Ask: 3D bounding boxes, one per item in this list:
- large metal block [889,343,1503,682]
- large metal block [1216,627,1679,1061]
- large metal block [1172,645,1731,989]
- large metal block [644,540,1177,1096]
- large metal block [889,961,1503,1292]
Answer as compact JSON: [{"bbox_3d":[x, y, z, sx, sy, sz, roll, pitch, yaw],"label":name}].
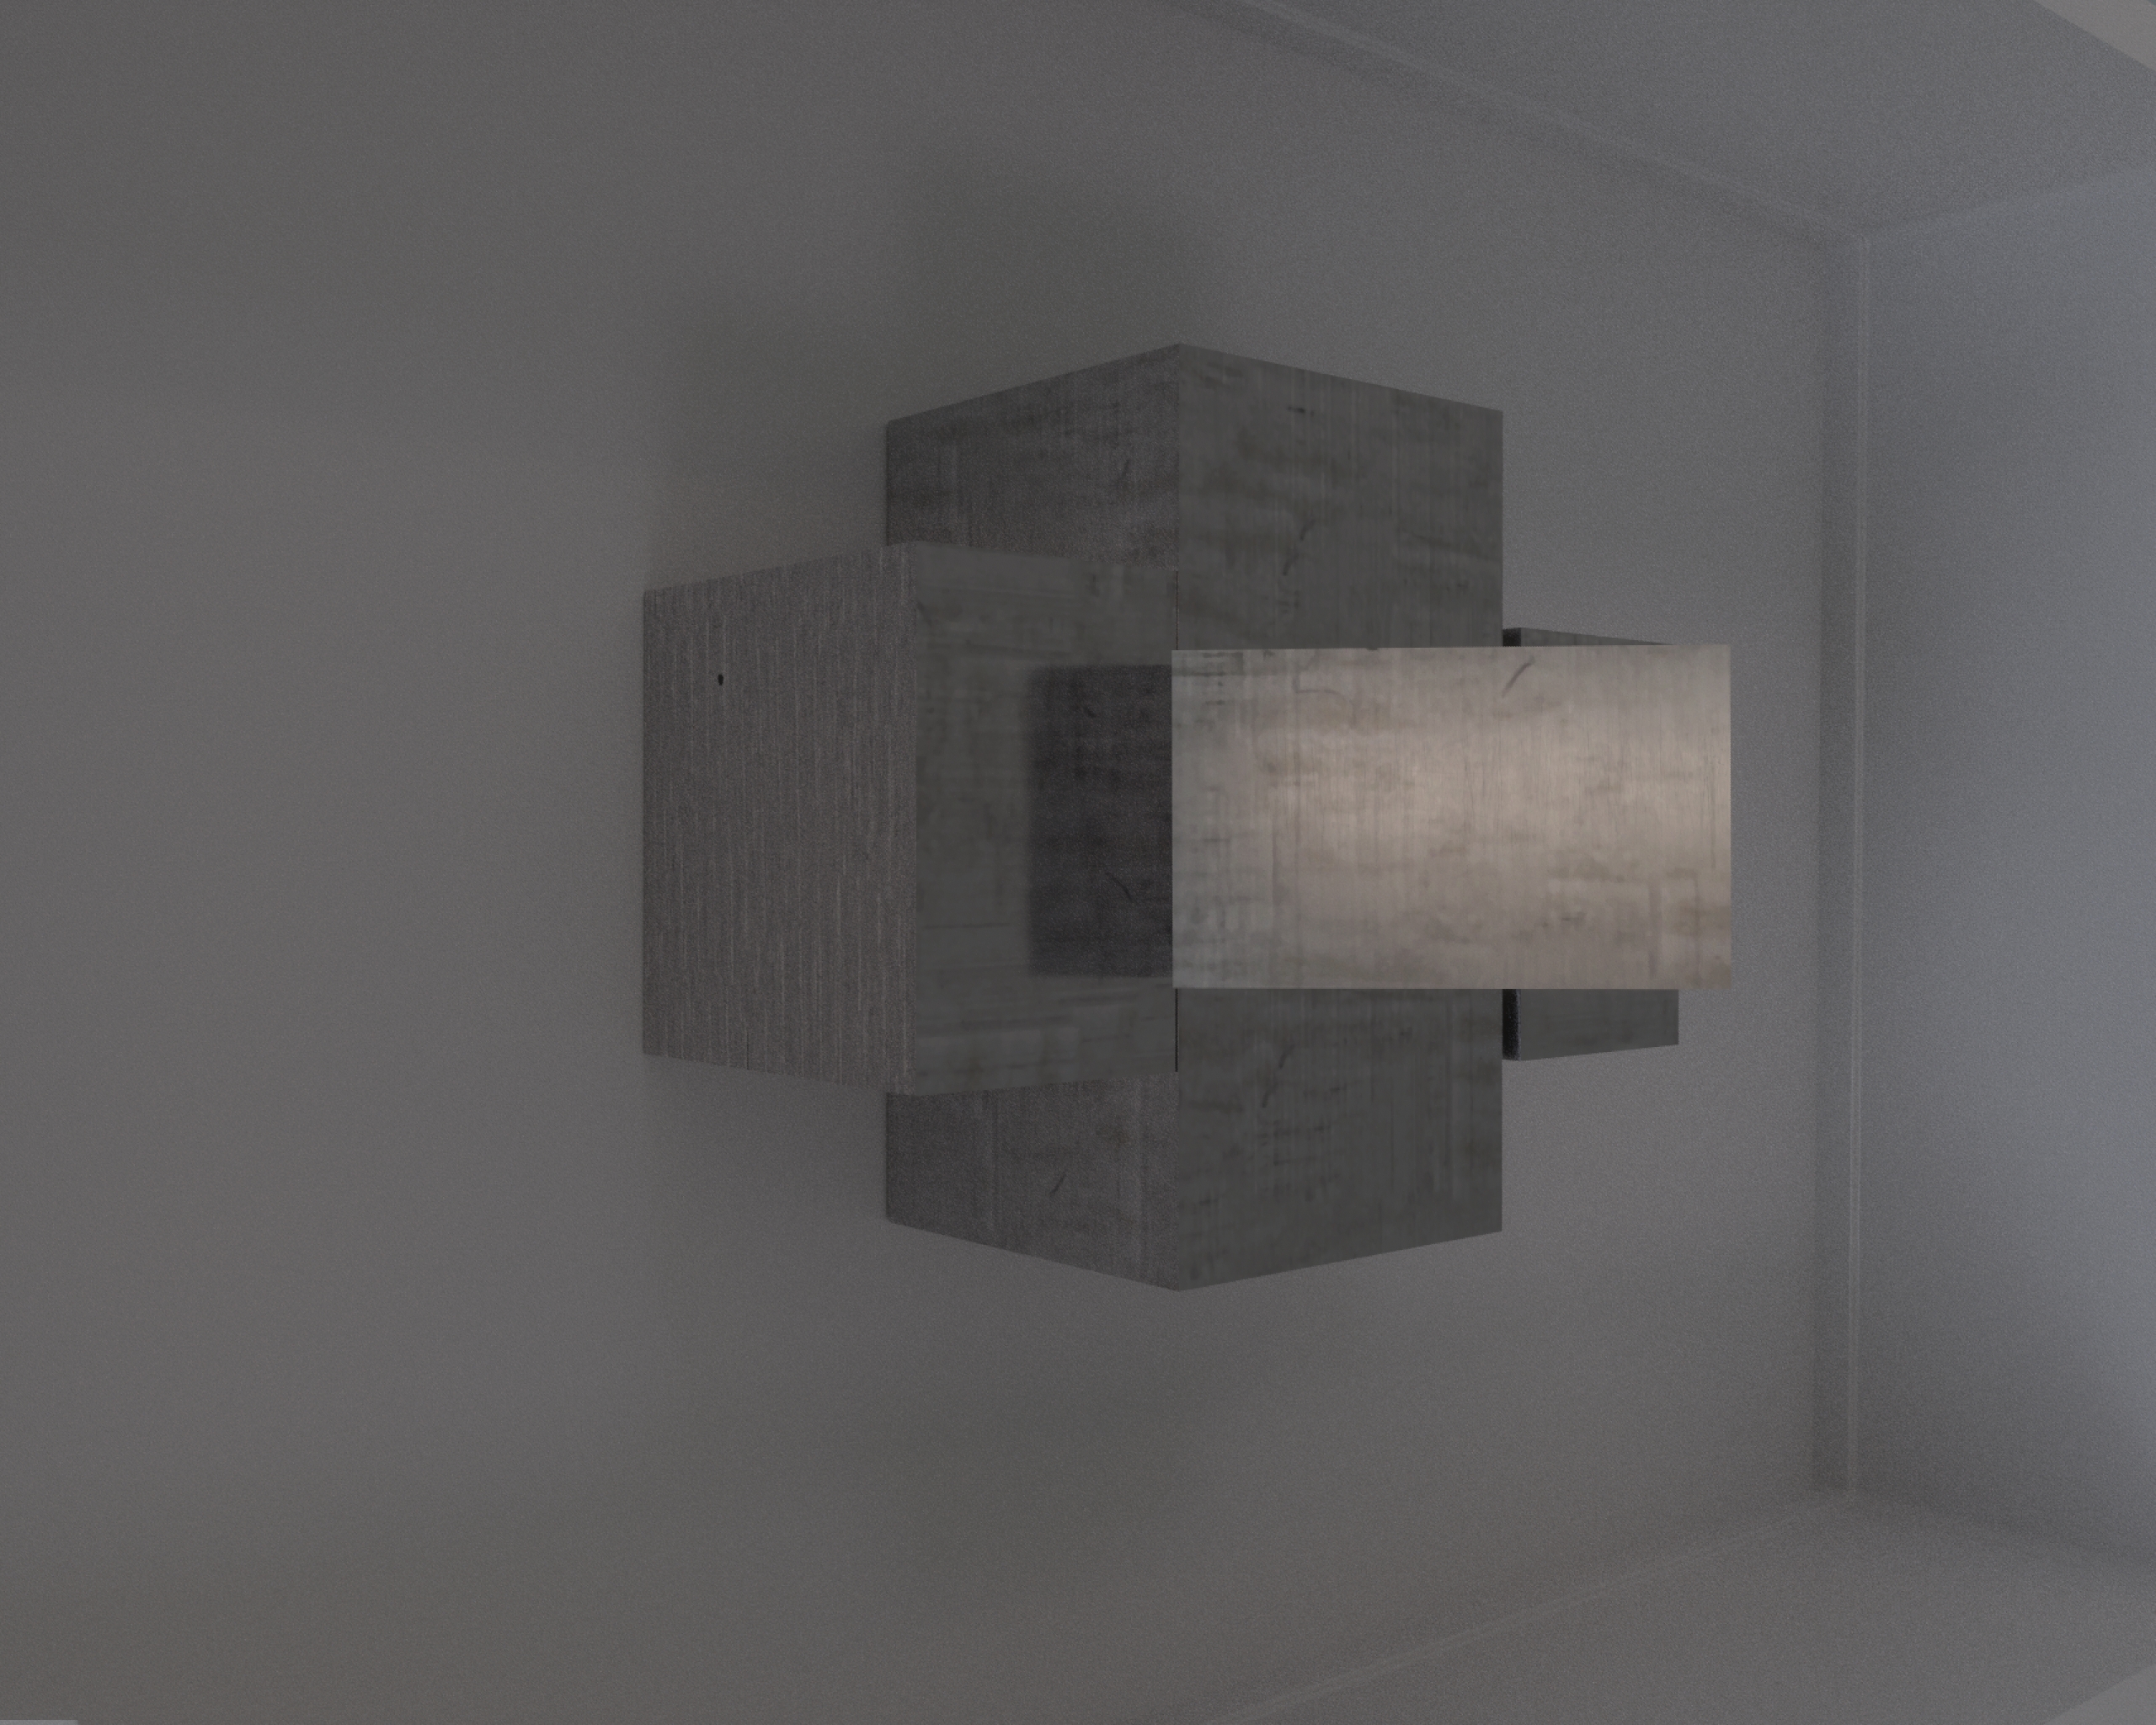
[{"bbox_3d":[0.021,-0.058,0.387,0.081,0.080,0.050,0,91,-40],"label":"large metal block"},{"bbox_3d":[0.074,-0.004,0.429,0.050,0.080,0.080,0,90,-41],"label":"large metal block"},{"bbox_3d":[0.058,-0.007,0.344,0.080,0.080,0.050,-4,94,-85],"label":"large metal block"},{"bbox_3d":[-0.030,-0.007,0.345,0.050,0.080,0.080,0,90,-40],"label":"large metal block"},{"bbox_3d":[0.021,0.043,0.387,0.081,0.080,0.050,0,91,-40],"label":"large metal block"}]
